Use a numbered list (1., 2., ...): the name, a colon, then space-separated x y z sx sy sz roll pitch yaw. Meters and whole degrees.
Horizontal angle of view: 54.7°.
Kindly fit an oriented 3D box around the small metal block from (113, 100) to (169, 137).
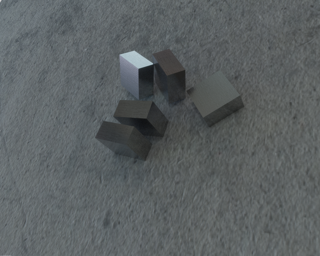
1. small metal block: -0.024 -0.012 0.407 0.050 0.050 0.025 5 64 30

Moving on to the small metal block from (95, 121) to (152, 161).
1. small metal block: -0.046 0.017 0.400 0.050 0.050 0.025 10 67 32

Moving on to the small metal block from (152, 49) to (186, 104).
1. small metal block: 0.012 -0.070 0.419 0.025 0.050 0.050 -20 51 -11

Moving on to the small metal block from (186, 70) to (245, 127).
1. small metal block: 0.069 -0.037 0.390 0.050 0.025 0.050 -32 52 7

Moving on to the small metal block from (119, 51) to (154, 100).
1. small metal block: -0.034 -0.077 0.447 0.025 0.050 0.050 -23 45 -28
